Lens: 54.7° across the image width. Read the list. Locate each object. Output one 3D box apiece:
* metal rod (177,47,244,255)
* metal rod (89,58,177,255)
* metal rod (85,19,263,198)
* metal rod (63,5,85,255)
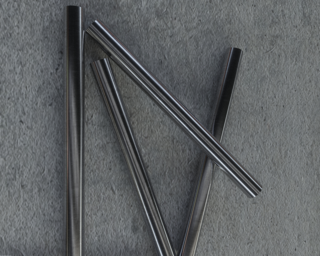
[{"bbox_3d":[0.071,0.033,0.435,0.025,0.025,0.299,16,85,-19],"label":"metal rod"},{"bbox_3d":[-0.028,0.059,0.398,0.025,0.025,0.298,-21,97,-19],"label":"metal rod"},{"bbox_3d":[0.023,-0.019,0.399,0.300,0.025,0.025,45,76,-8],"label":"metal rod"},{"bbox_3d":[-0.103,0.007,0.370,0.025,0.025,0.298,0,90,-20],"label":"metal rod"}]
